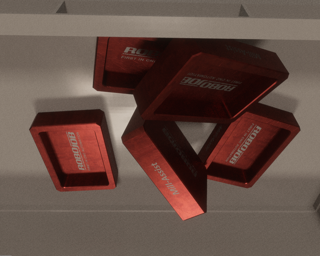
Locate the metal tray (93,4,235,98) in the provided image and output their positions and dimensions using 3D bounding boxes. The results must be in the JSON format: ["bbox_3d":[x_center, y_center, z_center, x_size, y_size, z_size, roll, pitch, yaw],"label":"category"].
[{"bbox_3d":[0.001,-0.071,0.318,0.131,0.030,0.089,4,148,-14],"label":"metal tray"}]

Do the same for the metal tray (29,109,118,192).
[{"bbox_3d":[-0.114,0.036,0.434,0.091,0.030,0.129,-3,130,2],"label":"metal tray"}]

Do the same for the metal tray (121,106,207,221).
[{"bbox_3d":[0.012,0.035,0.376,0.030,0.090,0.130,-28,110,21],"label":"metal tray"}]

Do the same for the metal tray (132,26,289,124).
[{"bbox_3d":[0.051,-0.042,0.303,0.131,0.030,0.090,2,146,-37],"label":"metal tray"}]

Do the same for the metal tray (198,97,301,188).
[{"bbox_3d":[0.115,0.025,0.429,0.091,0.030,0.129,15,129,-13],"label":"metal tray"}]
